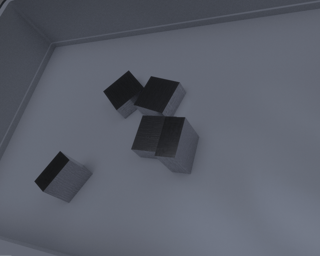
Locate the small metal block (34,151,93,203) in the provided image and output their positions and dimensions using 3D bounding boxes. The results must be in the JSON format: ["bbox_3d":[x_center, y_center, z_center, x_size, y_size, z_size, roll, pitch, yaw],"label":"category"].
[{"bbox_3d":[-0.127,0.066,0.414,0.025,0.050,0.050,32,79,37],"label":"small metal block"}]

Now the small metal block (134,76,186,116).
[{"bbox_3d":[0.000,-0.041,0.429,0.050,0.025,0.050,18,71,34],"label":"small metal block"}]

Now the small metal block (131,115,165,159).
[{"bbox_3d":[-0.003,0.012,0.398,0.050,0.025,0.050,3,63,29],"label":"small metal block"}]

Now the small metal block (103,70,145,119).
[{"bbox_3d":[-0.049,-0.050,0.460,0.050,0.025,0.050,-40,51,1],"label":"small metal block"}]

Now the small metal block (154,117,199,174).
[{"bbox_3d":[0.022,0.021,0.365,0.025,0.050,0.050,2,63,29],"label":"small metal block"}]
